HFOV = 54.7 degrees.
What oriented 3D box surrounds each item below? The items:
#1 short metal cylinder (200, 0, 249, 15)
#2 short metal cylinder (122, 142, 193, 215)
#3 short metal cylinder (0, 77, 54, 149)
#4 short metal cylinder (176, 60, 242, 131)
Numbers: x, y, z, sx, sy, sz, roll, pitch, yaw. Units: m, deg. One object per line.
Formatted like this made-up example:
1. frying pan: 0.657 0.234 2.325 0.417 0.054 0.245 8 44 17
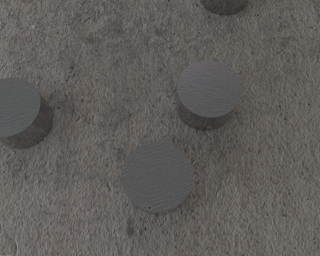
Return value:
1. short metal cylinder: 0.103 -0.223 0.477 0.081 0.050 0.080 0 70 0
2. short metal cylinder: -0.003 0.062 0.372 0.081 0.050 0.080 0 70 0
3. short metal cylinder: -0.186 -0.018 0.400 0.081 0.050 0.080 0 70 0
4. short metal cylinder: 0.062 -0.042 0.410 0.081 0.050 0.080 0 70 0
